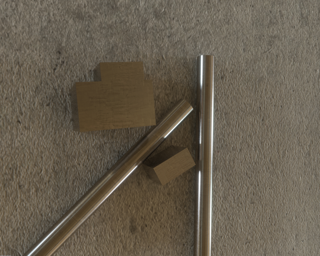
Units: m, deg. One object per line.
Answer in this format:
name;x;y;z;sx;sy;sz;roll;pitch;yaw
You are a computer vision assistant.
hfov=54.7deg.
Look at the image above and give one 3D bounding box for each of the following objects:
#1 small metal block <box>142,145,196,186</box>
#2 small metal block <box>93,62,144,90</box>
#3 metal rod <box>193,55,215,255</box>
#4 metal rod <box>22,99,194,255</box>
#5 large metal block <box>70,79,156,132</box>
small metal block;0.010;0.047;0.401;0.050;0.050;0.025;-30;100;-18
small metal block;-0.051;-0.063;0.377;0.050;0.050;0.025;-6;92;-20
metal rod;0.062;0.050;0.433;0.025;0.025;0.298;1;90;-20
metal rod;-0.066;0.072;0.385;0.301;0.025;0.025;-45;105;-15
large metal block;-0.058;-0.025;0.359;0.081;0.080;0.050;-5;92;-20
